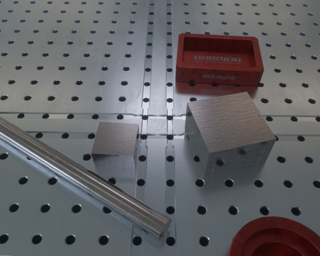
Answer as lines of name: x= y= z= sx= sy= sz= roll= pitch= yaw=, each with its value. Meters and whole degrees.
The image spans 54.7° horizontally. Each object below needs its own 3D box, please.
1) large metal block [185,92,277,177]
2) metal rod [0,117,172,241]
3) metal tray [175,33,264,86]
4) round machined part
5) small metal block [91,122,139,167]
large metal block: x=0.083 y=0.006 z=0.387 sx=0.081 sy=0.050 sz=0.080 roll=-11 pitch=51 yaw=-9
metal rod: x=-0.121 y=0.043 z=0.370 sx=0.301 sy=0.025 sz=0.025 roll=26 pitch=55 yaw=20
metal tray: x=0.093 y=-0.112 z=0.498 sx=0.131 sy=0.030 sz=0.090 roll=4 pitch=50 yaw=3
round machined part: x=0.109 y=0.136 z=0.283 sx=0.099 sy=0.042 sz=0.098 roll=0 pitch=50 yaw=0
small metal block: x=-0.054 y=0.020 z=0.390 sx=0.050 sy=0.025 sz=0.050 roll=3 pitch=50 yaw=2
